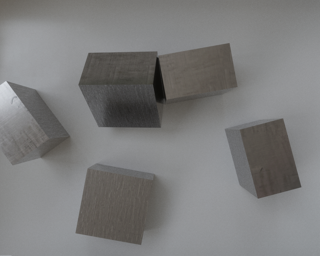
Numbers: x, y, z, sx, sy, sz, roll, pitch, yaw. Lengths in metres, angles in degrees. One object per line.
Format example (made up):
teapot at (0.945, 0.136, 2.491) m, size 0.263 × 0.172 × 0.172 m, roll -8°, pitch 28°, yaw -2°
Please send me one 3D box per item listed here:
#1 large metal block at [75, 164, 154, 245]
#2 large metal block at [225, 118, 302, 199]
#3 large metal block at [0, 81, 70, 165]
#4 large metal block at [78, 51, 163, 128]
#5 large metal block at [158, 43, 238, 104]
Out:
large metal block at (-0.055, 0.095, 0.398) m, size 0.080 × 0.050 × 0.080 m, roll 10°, pitch 90°, yaw 0°
large metal block at (0.123, 0.034, 0.385) m, size 0.050 × 0.080 × 0.080 m, roll -15°, pitch 90°, yaw 0°
large metal block at (-0.167, -0.006, 0.382) m, size 0.050 × 0.080 × 0.080 m, roll -37°, pitch 90°, yaw 0°
large metal block at (-0.041, -0.044, 0.371) m, size 0.080 × 0.080 × 0.050 m, roll 1°, pitch 56°, yaw 8°
large metal block at (0.042, -0.063, 0.384) m, size 0.080 × 0.080 × 0.050 m, roll -10°, pitch 90°, yaw 0°
